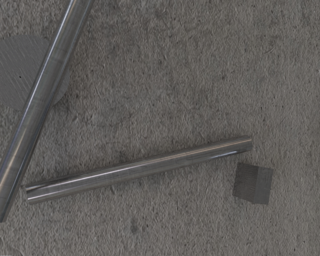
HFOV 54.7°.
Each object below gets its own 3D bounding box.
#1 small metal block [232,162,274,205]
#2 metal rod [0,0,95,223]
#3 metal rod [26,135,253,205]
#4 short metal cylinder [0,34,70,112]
[{"bbox_3d":[0.133,0.079,0.445,0.025,0.050,0.050,11,86,-20],"label":"small metal block"},{"bbox_3d":[-0.111,-0.054,0.314,0.025,0.025,0.299,22,83,-19],"label":"metal rod"},{"bbox_3d":[-0.011,0.049,0.405,0.302,0.025,0.025,-11,94,-20],"label":"metal rod"},{"bbox_3d":[-0.143,-0.057,0.343,0.081,0.050,0.080,0,90,-20],"label":"short metal cylinder"}]
